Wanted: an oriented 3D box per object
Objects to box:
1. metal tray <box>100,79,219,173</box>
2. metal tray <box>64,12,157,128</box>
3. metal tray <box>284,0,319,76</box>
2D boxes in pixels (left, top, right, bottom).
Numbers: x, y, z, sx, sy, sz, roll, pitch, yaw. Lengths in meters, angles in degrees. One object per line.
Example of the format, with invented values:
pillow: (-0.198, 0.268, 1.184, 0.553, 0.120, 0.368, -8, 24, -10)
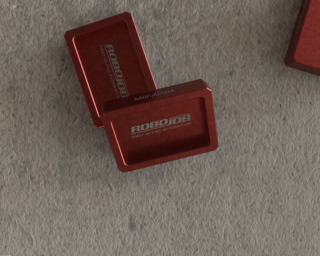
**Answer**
metal tray: (0.002, -0.001, 0.386, 0.131, 0.030, 0.089, -14, 121, -1)
metal tray: (-0.060, -0.074, 0.406, 0.090, 0.030, 0.129, -19, 90, -1)
metal tray: (0.231, -0.135, 0.411, 0.090, 0.030, 0.129, 17, 90, -1)
